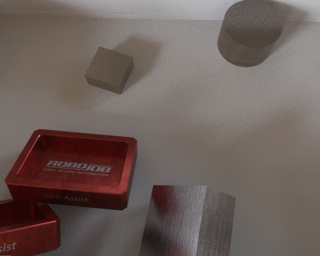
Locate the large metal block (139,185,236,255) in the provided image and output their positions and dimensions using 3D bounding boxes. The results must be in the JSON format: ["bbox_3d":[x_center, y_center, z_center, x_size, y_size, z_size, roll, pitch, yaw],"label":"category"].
[{"bbox_3d":[0.029,0.108,0.335,0.050,0.080,0.080,27,65,-36],"label":"large metal block"}]

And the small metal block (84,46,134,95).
[{"bbox_3d":[-0.071,-0.081,0.439,0.050,0.025,0.050,19,71,6],"label":"small metal block"}]

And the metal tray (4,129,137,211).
[{"bbox_3d":[-0.097,0.046,0.367,0.131,0.030,0.090,5,40,1],"label":"metal tray"}]

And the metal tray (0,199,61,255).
[{"bbox_3d":[-0.176,0.103,0.306,0.131,0.090,0.030,-4,98,-33],"label":"metal tray"}]

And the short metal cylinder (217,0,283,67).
[{"bbox_3d":[0.128,-0.135,0.448,0.081,0.050,0.080,0,70,0],"label":"short metal cylinder"}]
